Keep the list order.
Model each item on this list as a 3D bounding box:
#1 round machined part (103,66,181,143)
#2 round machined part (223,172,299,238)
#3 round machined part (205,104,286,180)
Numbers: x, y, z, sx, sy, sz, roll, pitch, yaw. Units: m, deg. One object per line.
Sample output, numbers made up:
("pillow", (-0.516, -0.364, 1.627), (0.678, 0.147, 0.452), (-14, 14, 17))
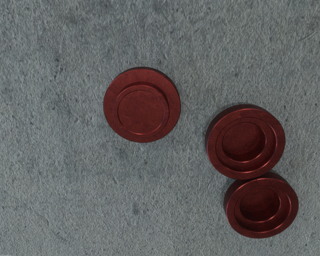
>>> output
("round machined part", (-0.022, -0.026, 0.391), (0.099, 0.042, 0.097), (0, 110, 0))
("round machined part", (0.139, 0.104, 0.440), (0.099, 0.042, 0.097), (0, 110, 0))
("round machined part", (0.108, 0.015, 0.407), (0.099, 0.042, 0.097), (0, 110, 0))
